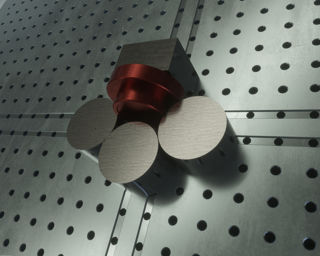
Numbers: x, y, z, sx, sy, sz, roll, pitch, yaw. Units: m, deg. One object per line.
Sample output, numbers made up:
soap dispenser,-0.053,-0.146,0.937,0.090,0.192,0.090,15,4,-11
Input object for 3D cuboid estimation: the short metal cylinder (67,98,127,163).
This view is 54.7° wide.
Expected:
short metal cylinder,-0.081,0.005,0.432,0.080,0.050,0.080,-13,56,21

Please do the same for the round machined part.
round machined part,-0.021,-0.034,0.391,0.098,0.098,0.042,2,62,29

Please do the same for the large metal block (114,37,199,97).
large metal block,-0.003,-0.071,0.417,0.080,0.080,0.050,1,62,28

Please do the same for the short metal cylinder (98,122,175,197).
short metal cylinder,-0.028,0.039,0.384,0.080,0.050,0.080,-13,56,21

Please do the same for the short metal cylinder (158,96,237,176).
short metal cylinder,0.045,0.010,0.363,0.080,0.050,0.080,-13,56,21
